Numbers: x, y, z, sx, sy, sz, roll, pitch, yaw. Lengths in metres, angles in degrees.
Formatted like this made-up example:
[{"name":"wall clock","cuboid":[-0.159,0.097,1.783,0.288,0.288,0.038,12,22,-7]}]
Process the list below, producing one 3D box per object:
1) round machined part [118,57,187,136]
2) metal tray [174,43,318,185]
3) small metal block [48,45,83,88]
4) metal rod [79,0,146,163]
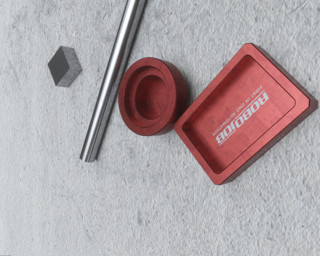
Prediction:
[{"name":"round machined part","cuboid":[-0.005,-0.038,0.398,0.098,0.042,0.097,0,90,40]},{"name":"metal tray","cuboid":[0.084,-0.012,0.331,0.129,0.030,0.090,-49,62,28]},{"name":"small metal block","cuboid":[-0.167,-0.107,0.543,0.050,0.025,0.050,-40,66,33]},{"name":"metal rod","cuboid":[-0.068,-0.084,0.461,0.025,0.025,0.298,32,110,35]}]
